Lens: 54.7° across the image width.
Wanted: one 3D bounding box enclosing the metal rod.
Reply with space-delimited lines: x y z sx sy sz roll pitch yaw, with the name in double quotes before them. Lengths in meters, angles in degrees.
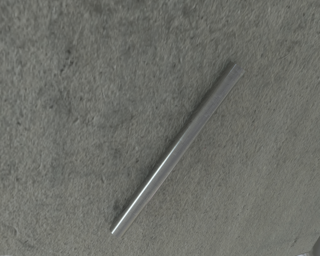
"metal rod" 0.019 0.037 0.442 0.025 0.025 0.299 27 103 -38
